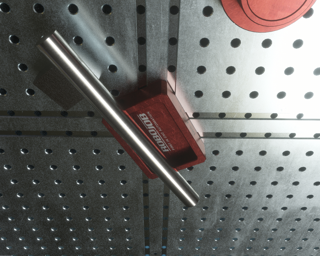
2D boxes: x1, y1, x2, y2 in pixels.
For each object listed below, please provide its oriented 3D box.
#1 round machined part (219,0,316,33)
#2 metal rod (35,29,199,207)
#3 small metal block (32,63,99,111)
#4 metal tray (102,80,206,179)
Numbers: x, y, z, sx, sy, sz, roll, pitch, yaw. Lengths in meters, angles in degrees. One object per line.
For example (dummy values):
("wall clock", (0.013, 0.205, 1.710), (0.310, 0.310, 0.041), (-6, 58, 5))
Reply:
("round machined part", (0.104, -0.134, 0.287), (0.099, 0.042, 0.097), (0, 130, 0))
("metal rod", (-0.031, 0.010, 0.379), (0.025, 0.025, 0.300), (-25, 126, 20))
("small metal block", (-0.109, -0.055, 0.363), (0.050, 0.025, 0.050), (-30, 124, 23))
("metal tray", (-0.004, 0.008, 0.415), (0.090, 0.030, 0.130), (-22, 127, 17))
